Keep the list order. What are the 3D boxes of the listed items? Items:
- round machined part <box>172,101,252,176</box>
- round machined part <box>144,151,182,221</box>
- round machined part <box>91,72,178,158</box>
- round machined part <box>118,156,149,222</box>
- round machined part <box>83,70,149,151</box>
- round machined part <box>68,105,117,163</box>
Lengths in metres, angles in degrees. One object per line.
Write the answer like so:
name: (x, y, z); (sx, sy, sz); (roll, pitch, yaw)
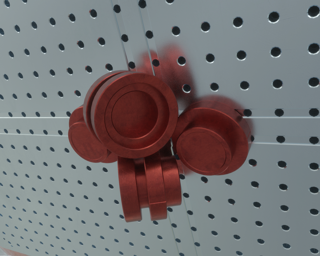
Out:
round machined part: (0.059, 0.019, 0.382); (0.098, 0.042, 0.097); (13, 124, 21)
round machined part: (0.003, 0.073, 0.420); (0.042, 0.098, 0.097); (-7, 120, -4)
round machined part: (-0.032, -0.017, 0.362); (0.042, 0.099, 0.098); (31, 144, 63)
round machined part: (-0.030, 0.075, 0.421); (0.042, 0.098, 0.097); (-7, 120, -4)
round machined part: (-0.047, -0.024, 0.390); (0.042, 0.099, 0.098); (31, 144, 63)
round machined part: (-0.095, 0.012, 0.458); (0.098, 0.042, 0.097); (13, 124, 21)
